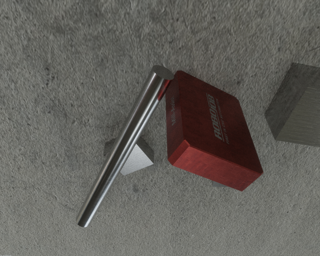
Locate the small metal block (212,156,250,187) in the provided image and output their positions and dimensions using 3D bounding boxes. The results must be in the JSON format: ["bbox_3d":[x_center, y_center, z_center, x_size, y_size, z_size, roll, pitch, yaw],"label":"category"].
[{"bbox_3d":[0.105,0.062,0.462,0.050,0.025,0.050,1,130,-1],"label":"small metal block"}]

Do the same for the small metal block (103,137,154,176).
[{"bbox_3d":[-0.043,0.035,0.437,0.050,0.025,0.050,-24,127,18],"label":"small metal block"}]

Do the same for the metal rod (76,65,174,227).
[{"bbox_3d":[-0.060,0.045,0.411,0.025,0.025,0.298,19,127,-16],"label":"metal rod"}]

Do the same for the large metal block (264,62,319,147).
[{"bbox_3d":[0.186,-0.025,0.373,0.081,0.050,0.079,9,130,-8],"label":"large metal block"}]

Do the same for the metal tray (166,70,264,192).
[{"bbox_3d":[0.053,-0.002,0.337,0.091,0.130,0.030,23,126,-19],"label":"metal tray"}]
